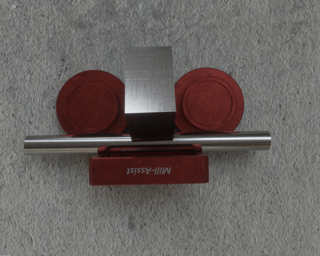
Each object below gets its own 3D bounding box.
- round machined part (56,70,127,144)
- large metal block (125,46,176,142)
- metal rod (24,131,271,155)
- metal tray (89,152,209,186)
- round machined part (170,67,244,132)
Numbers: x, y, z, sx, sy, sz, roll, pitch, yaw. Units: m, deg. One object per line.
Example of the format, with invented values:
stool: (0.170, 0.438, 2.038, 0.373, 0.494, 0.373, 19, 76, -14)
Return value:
round machined part: (-0.085, -0.027, 0.400, 0.099, 0.042, 0.097, 0, 90, -1)
large metal block: (-0.011, -0.036, 0.357, 0.050, 0.080, 0.080, -2, 67, -1)
metal rod: (-0.014, 0.019, 0.390, 0.302, 0.025, 0.025, -1, 90, -1)
metal tray: (-0.012, 0.046, 0.378, 0.131, 0.090, 0.030, -1, 90, -1)
round machined part: (0.061, -0.031, 0.403, 0.099, 0.042, 0.097, 0, 90, -1)
